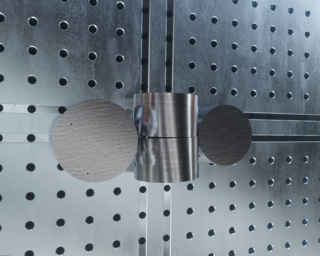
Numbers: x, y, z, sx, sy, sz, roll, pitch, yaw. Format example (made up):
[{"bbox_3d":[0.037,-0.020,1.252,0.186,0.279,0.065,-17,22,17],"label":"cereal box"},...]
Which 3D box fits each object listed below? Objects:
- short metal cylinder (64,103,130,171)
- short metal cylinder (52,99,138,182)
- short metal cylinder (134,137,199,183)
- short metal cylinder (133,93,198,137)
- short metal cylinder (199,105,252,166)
[{"bbox_3d":[-0.074,0.008,0.372,0.081,0.050,0.079,0,90,-20],"label":"short metal cylinder"},{"bbox_3d":[-0.068,0.012,0.319,0.081,0.050,0.079,0,90,-20],"label":"short metal cylinder"},{"bbox_3d":[0.008,0.036,0.386,0.081,0.080,0.050,-1,91,-20],"label":"short metal cylinder"},{"bbox_3d":[0.007,-0.015,0.386,0.081,0.080,0.050,1,91,-20],"label":"short metal cylinder"},{"bbox_3d":[0.078,0.009,0.427,0.081,0.050,0.079,0,90,-20],"label":"short metal cylinder"}]
